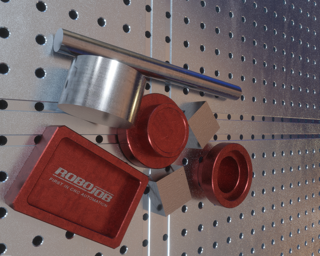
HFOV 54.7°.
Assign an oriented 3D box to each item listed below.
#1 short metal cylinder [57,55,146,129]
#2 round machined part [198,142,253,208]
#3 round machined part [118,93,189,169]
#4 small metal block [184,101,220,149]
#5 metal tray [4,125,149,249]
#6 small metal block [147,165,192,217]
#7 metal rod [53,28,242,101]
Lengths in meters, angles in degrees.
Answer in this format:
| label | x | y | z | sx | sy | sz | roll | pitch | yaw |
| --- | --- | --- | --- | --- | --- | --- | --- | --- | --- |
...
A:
| label | x | y | z | sx | sy | sz | roll | pitch | yaw |
| --- | --- | --- | --- | --- | --- | --- | --- | --- | --- |
| short metal cylinder | -0.059 | -0.035 | 0.323 | 0.080 | 0.080 | 0.050 | 22 | 76 | -38 |
| round machined part | 0.097 | 0.071 | 0.480 | 0.099 | 0.042 | 0.097 | 0 | 90 | -40 |
| round machined part | -0.001 | 0.004 | 0.396 | 0.099 | 0.042 | 0.097 | 3 | 85 | -40 |
| small metal block | 0.056 | -0.005 | 0.456 | 0.050 | 0.025 | 0.050 | -46 | 118 | -30 |
| metal tray | -0.082 | 0.066 | 0.337 | 0.130 | 0.030 | 0.090 | 38 | 67 | -33 |
| small metal block | 0.012 | 0.083 | 0.419 | 0.050 | 0.025 | 0.050 | -25 | 106 | -37 |
| metal rod | 0.010 | -0.074 | 0.416 | 0.302 | 0.025 | 0.025 | 8 | 85 | -40 |
